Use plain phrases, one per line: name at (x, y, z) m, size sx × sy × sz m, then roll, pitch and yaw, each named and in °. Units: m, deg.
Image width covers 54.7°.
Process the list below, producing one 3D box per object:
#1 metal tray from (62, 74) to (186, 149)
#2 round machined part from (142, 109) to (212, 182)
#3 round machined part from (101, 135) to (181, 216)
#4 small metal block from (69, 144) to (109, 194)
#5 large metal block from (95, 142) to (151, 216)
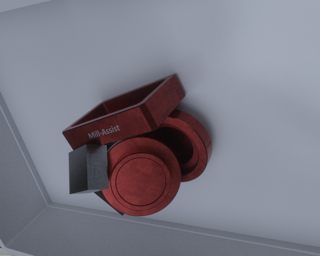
metal tray at (-0.044, -0.017, 0.375) m, size 0.130 × 0.090 × 0.030 m, roll -16°, pitch 111°, yaw 34°
round machined part at (0.020, 0.018, 0.397) m, size 0.098 × 0.042 × 0.097 m, roll 13°, pitch 124°, yaw 20°
round machined part at (-0.023, 0.059, 0.368) m, size 0.099 × 0.042 × 0.097 m, roll -1°, pitch 96°, yaw -6°
small metal block at (-0.084, 0.049, 0.360) m, size 0.050 × 0.025 × 0.050 m, roll -23°, pitch 68°, yaw 49°
large metal block at (-0.053, 0.059, 0.435) m, size 0.080 × 0.080 × 0.050 m, roll 39°, pitch 129°, yaw 1°
